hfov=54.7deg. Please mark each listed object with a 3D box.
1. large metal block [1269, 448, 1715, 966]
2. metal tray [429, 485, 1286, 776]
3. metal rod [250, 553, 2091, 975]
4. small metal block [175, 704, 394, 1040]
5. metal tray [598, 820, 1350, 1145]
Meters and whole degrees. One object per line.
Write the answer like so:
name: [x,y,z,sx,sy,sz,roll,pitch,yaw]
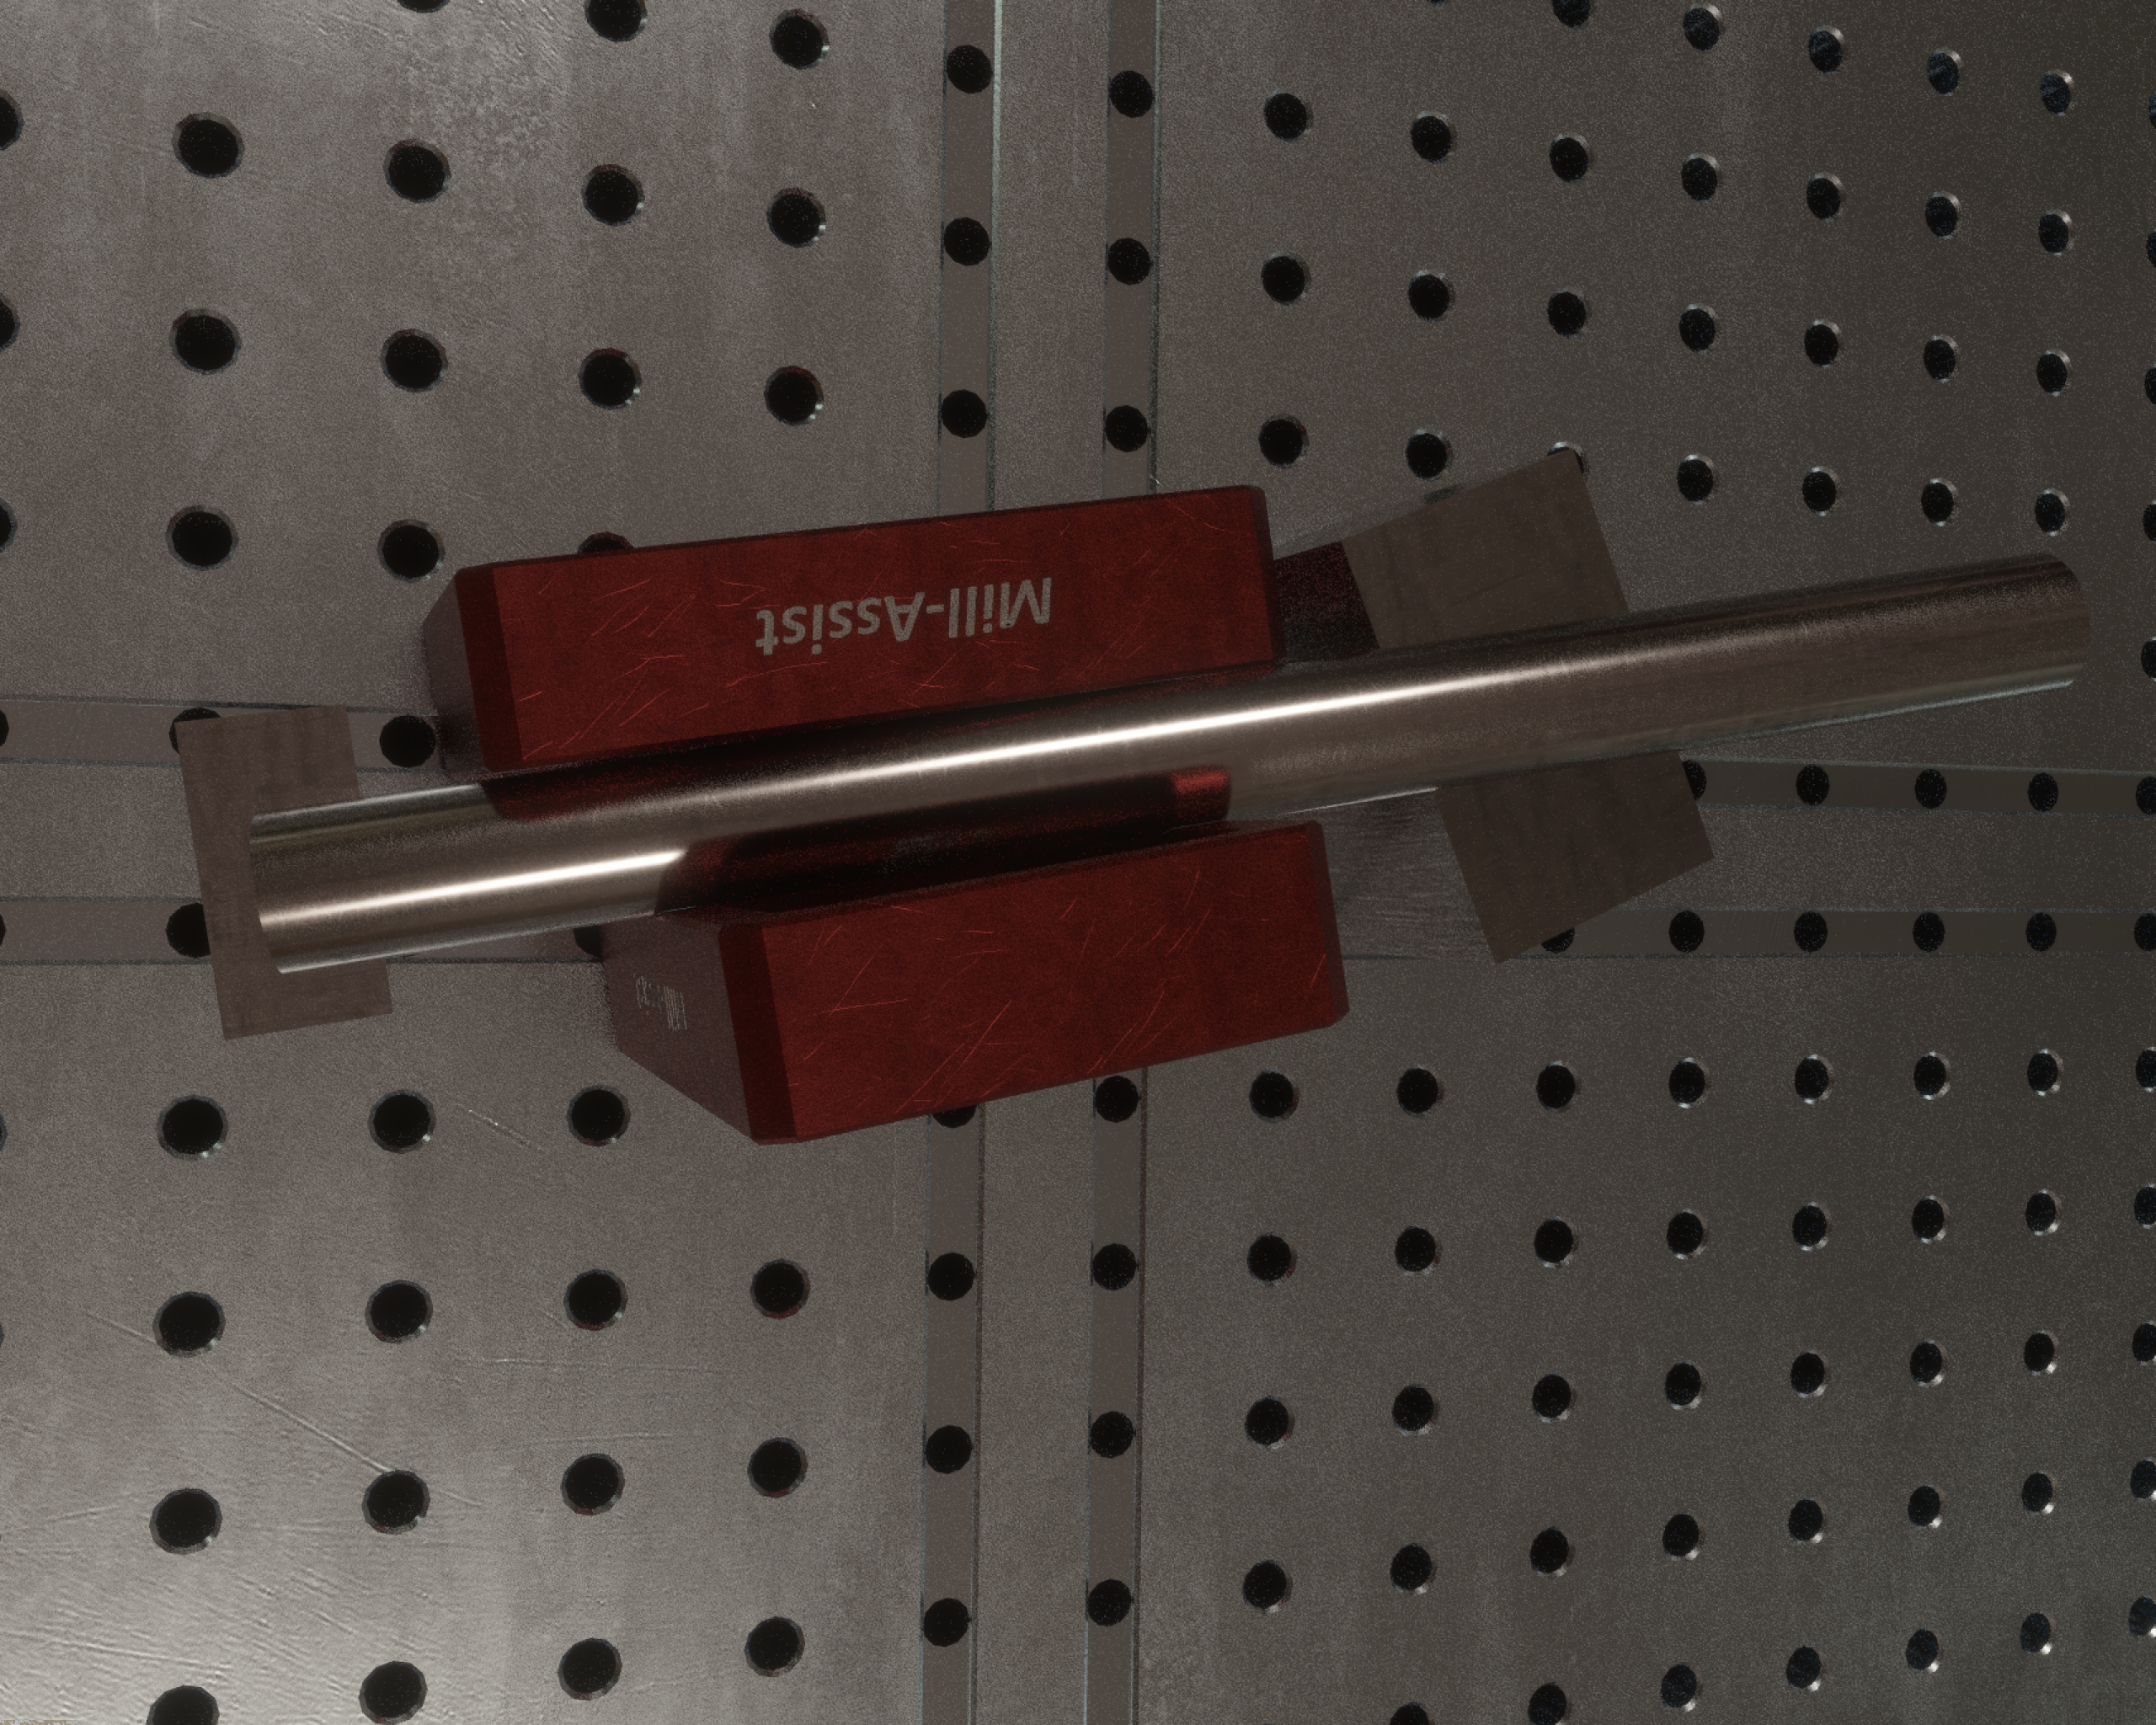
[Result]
large metal block: [0.067,-0.028,0.408,0.050,0.080,0.080,-24,98,-19]
metal tray: [-0.042,-0.039,0.362,0.131,0.090,0.030,-10,95,-20]
metal rod: [0.025,-0.019,0.343,0.302,0.025,0.025,-9,94,-11]
small metal block: [-0.133,0.001,0.350,0.025,0.050,0.050,-9,93,-20]
metal tray: [-0.025,0.015,0.348,0.091,0.130,0.030,-10,94,-20]
